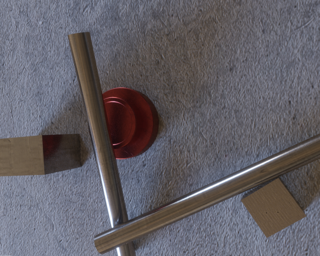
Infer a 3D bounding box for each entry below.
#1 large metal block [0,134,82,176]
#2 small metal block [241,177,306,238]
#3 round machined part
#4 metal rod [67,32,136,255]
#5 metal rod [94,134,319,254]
[{"bbox_3d":[-0.170,0.037,0.438,0.080,0.080,0.050,-5,89,19],"label":"large metal block"},{"bbox_3d":[0.132,0.091,0.362,0.050,0.025,0.050,-37,79,16],"label":"small metal block"},{"bbox_3d":[-0.055,-0.006,0.418,0.098,0.042,0.097,0,90,19],"label":"round machined part"},{"bbox_3d":[-0.069,0.035,0.389,0.025,0.025,0.298,-4,105,19],"label":"metal rod"},{"bbox_3d":[0.057,0.081,0.367,0.301,0.025,0.025,-27,81,9],"label":"metal rod"}]
